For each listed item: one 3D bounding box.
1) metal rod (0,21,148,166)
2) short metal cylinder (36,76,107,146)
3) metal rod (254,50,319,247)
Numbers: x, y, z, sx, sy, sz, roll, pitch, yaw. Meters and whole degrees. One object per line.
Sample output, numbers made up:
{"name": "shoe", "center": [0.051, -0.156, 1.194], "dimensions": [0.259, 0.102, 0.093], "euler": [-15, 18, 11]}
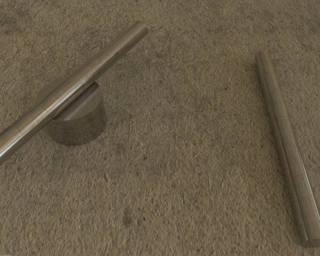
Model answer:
{"name": "metal rod", "center": [-0.106, -0.050, 0.379], "dimensions": [0.025, 0.025, 0.301], "euler": [25, 54, 19]}
{"name": "short metal cylinder", "center": [-0.113, -0.023, 0.406], "dimensions": [0.081, 0.050, 0.080], "euler": [0, 50, 0]}
{"name": "metal rod", "center": [0.160, 0.000, 0.404], "dimensions": [0.025, 0.025, 0.300], "euler": [2, 50, 1]}
